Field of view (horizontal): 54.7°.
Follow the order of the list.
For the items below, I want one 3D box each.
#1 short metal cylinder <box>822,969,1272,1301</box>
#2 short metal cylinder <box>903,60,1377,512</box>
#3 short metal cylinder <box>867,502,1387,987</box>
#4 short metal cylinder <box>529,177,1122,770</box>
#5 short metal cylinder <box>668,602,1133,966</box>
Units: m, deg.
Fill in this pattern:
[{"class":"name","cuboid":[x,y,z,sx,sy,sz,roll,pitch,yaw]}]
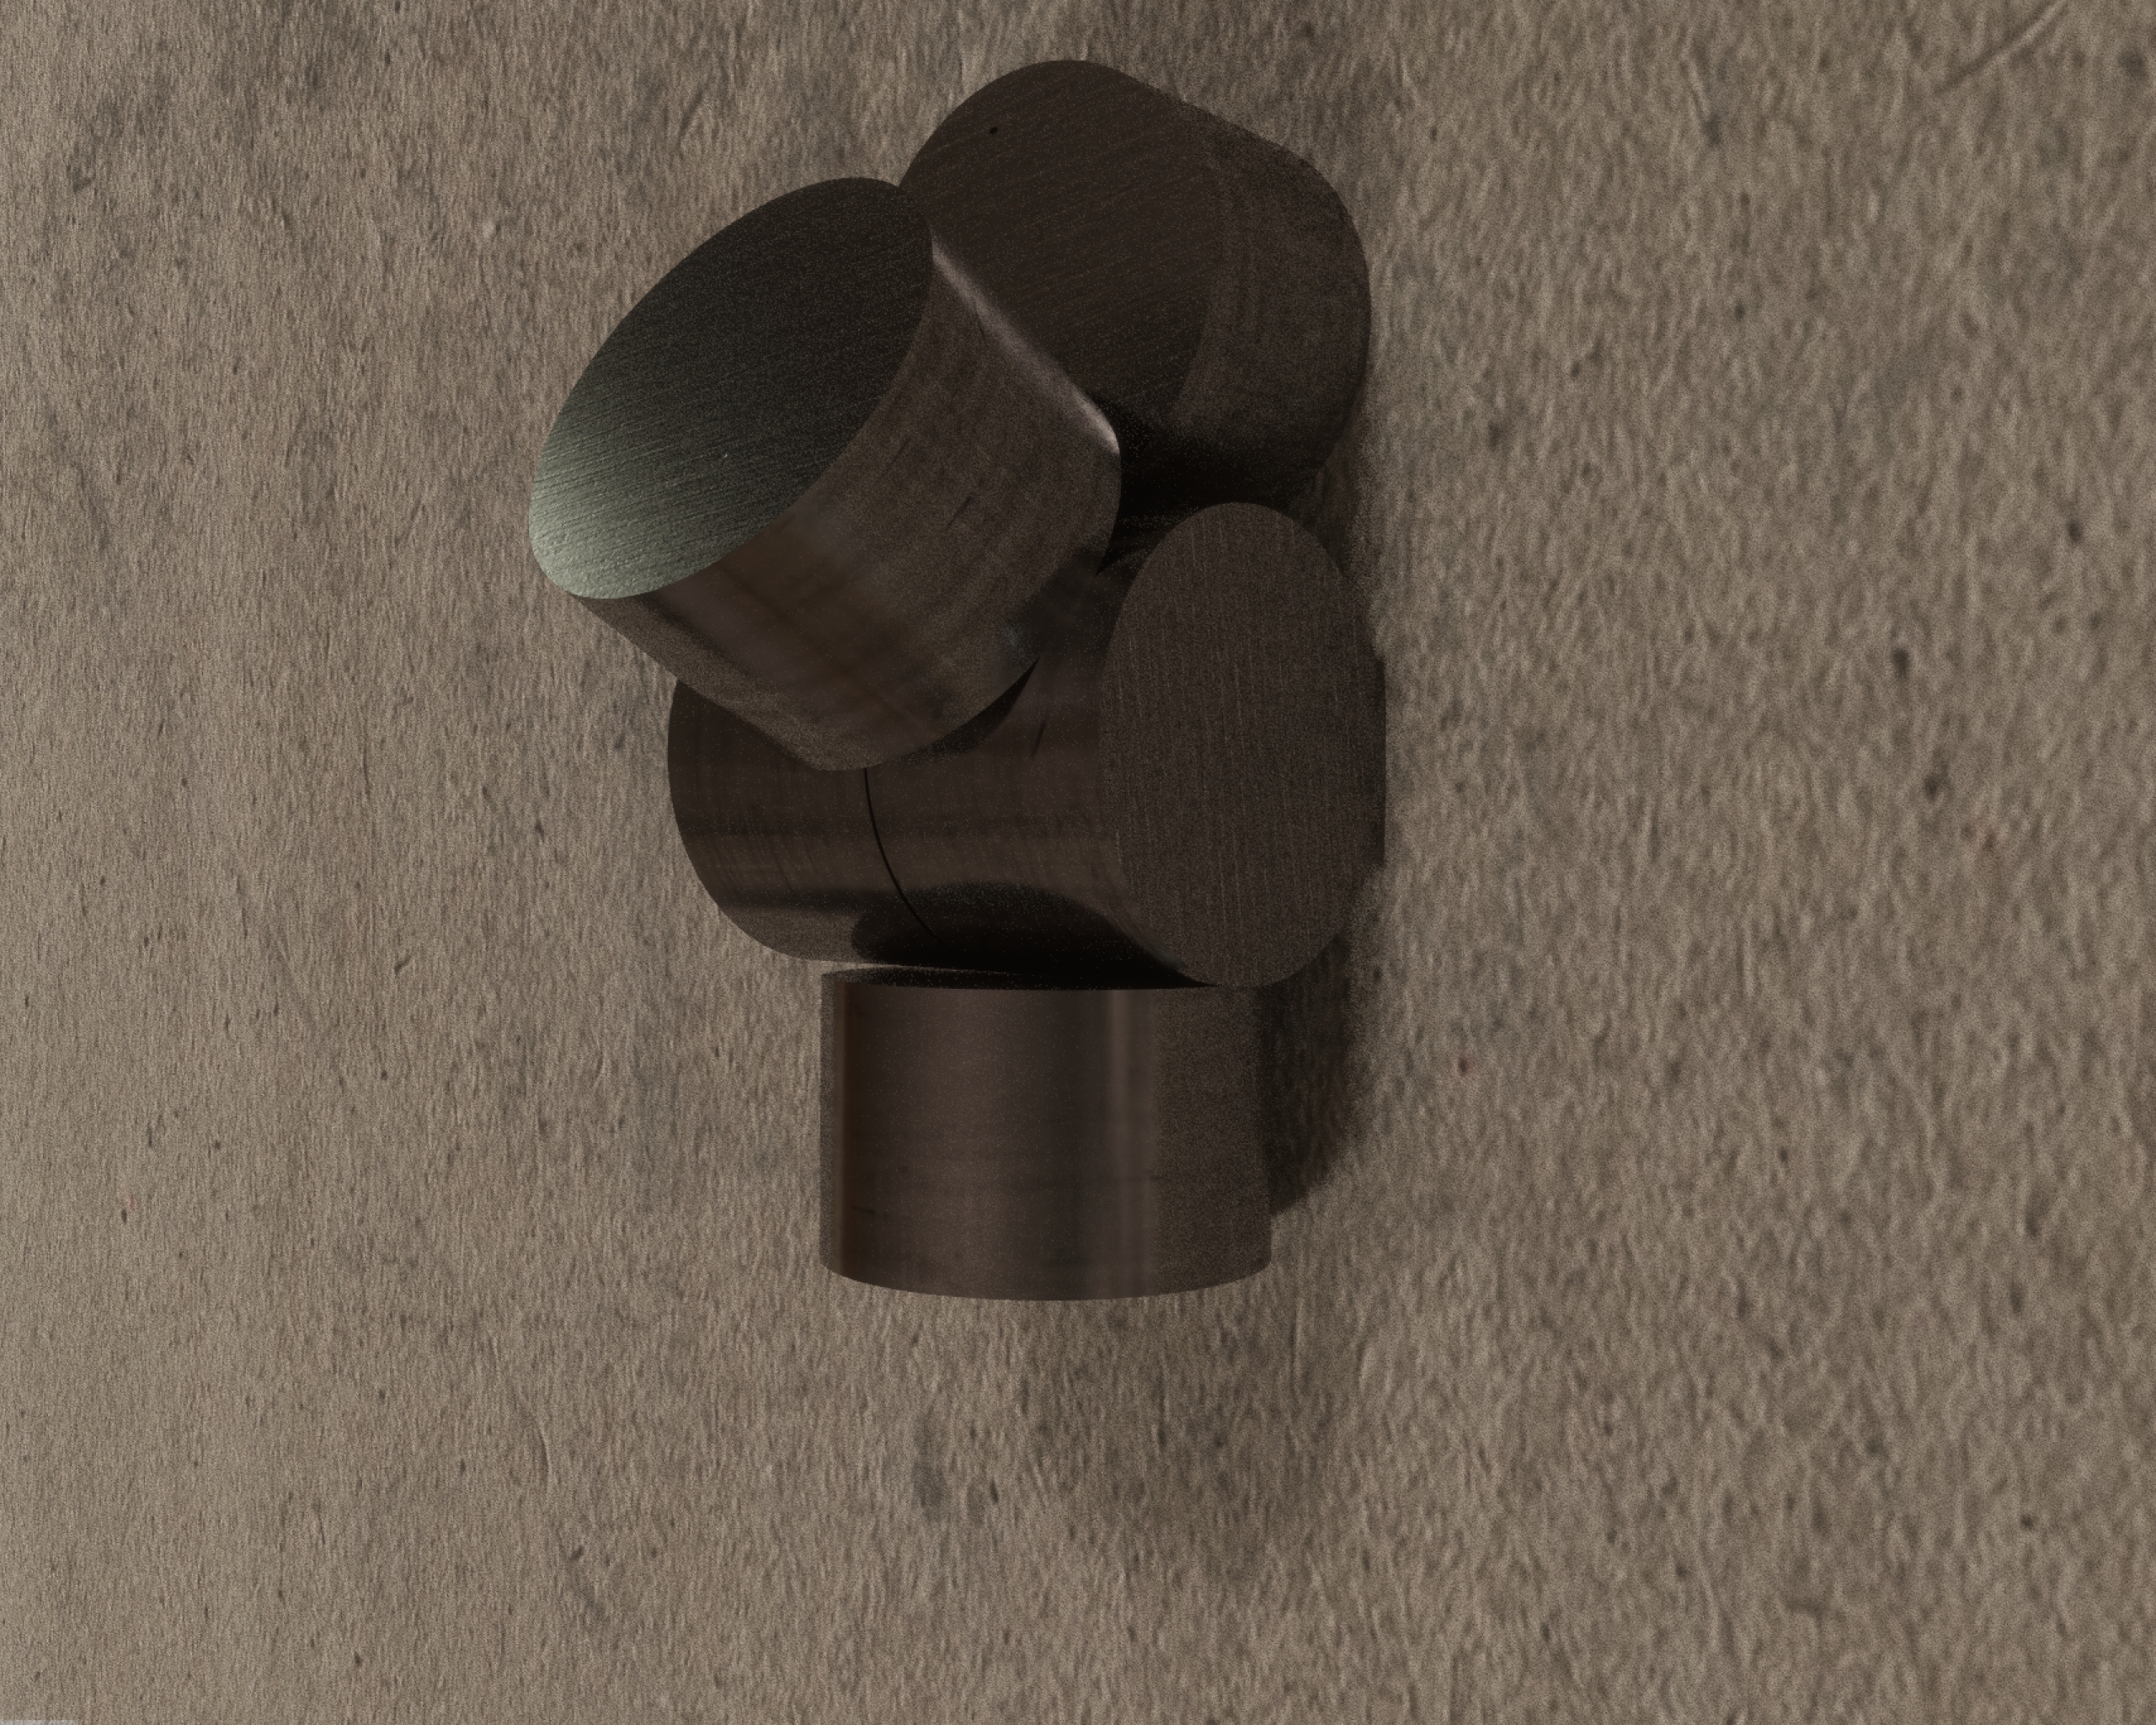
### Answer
[{"class":"short metal cylinder","cuboid":[-0.006,0.045,0.374,0.080,0.081,0.050,0,90,39]},{"class":"short metal cylinder","cuboid":[0.007,-0.099,0.384,0.080,0.050,0.079,0,90,39]},{"class":"short metal cylinder","cuboid":[0.010,-0.019,0.360,0.050,0.081,0.079,0,90,40]},{"class":"short metal cylinder","cuboid":[-0.040,-0.062,0.335,0.080,0.050,0.080,-21,50,27]},{"class":"short metal cylinder","cuboid":[-0.029,-0.020,0.393,0.050,0.081,0.079,1,91,39]}]
